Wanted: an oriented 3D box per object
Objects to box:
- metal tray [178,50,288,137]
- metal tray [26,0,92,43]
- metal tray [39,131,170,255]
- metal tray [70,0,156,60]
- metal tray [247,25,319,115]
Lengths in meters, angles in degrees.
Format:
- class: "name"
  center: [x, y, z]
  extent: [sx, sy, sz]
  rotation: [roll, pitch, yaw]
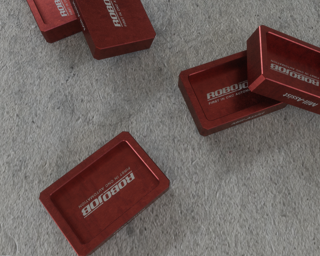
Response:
- class: "metal tray"
  center: [0.101, -0.052, 0.424]
  extent: [0.131, 0.030, 0.090]
  rotation: [-19, 71, -7]
- class: "metal tray"
  center: [-0.157, -0.203, 0.478]
  extent: [0.090, 0.030, 0.130]
  rotation: [-26, 72, -9]
- class: "metal tray"
  center: [-0.064, 0.077, 0.376]
  extent: [0.130, 0.030, 0.090]
  rotation: [-38, 74, -13]
- class: "metal tray"
  center: [-0.073, -0.169, 0.445]
  extent: [0.091, 0.030, 0.130]
  rotation: [-19, 79, -23]
- class: "metal tray"
  center: [0.178, -0.073, 0.404]
  extent: [0.131, 0.030, 0.090]
  rotation: [16, 59, -14]
